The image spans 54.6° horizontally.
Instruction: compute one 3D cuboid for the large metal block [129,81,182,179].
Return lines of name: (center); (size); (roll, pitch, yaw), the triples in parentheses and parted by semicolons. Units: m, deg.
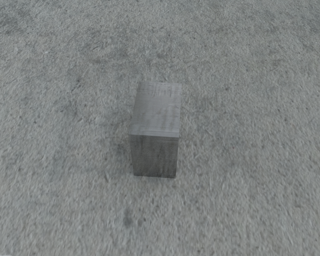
large metal block: (-0.003, 0.003, 0.365); (0.050, 0.080, 0.080); (4, 50, 3)
